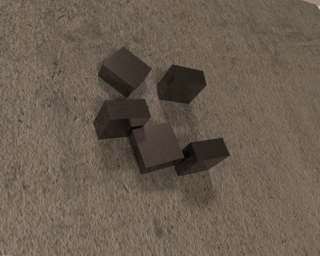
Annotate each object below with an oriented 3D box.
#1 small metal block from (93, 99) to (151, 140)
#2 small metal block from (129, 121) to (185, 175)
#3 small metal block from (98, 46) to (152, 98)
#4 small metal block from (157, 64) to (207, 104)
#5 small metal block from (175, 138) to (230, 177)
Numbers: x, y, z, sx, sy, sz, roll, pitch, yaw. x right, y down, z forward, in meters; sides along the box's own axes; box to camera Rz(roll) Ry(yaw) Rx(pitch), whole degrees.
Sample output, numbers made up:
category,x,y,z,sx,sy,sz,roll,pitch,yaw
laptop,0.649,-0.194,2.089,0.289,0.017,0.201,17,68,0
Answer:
category,x,y,z,sx,sy,sz,roll,pitch,yaw
small metal block,-0.046,-0.010,0.370,0.050,0.050,0.025,-5,65,-31
small metal block,-0.005,0.024,0.382,0.050,0.025,0.050,-13,68,-22
small metal block,-0.048,-0.077,0.426,0.050,0.025,0.050,38,51,-3
small metal block,0.030,-0.061,0.443,0.050,0.050,0.025,7,59,-25
small metal block,0.051,0.037,0.394,0.050,0.050,0.025,-6,65,-32
